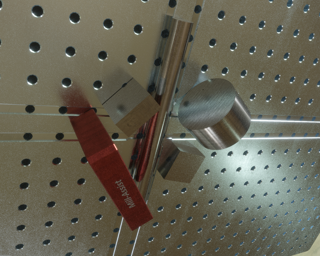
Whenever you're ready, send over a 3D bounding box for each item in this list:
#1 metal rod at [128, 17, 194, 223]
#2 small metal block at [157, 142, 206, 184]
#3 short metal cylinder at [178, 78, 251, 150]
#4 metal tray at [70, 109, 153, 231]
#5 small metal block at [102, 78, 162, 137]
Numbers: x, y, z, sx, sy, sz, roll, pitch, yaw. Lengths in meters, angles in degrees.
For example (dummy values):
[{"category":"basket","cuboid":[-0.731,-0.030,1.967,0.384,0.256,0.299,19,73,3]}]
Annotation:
[{"category":"metal rod","cuboid":[-0.008,0.008,0.413,0.025,0.025,0.298,0,119,-29]},{"category":"small metal block","cuboid":[0.032,0.053,0.464,0.050,0.025,0.050,16,110,-35]},{"category":"short metal cylinder","cuboid":[0.071,-0.018,0.405,0.080,0.080,0.050,-44,130,2]},{"category":"metal tray","cuboid":[-0.057,0.051,0.370,0.030,0.090,0.129,-29,129,-10]},{"category":"small metal block","cuboid":[-0.034,-0.025,0.361,0.050,0.050,0.025,-41,130,0]}]
